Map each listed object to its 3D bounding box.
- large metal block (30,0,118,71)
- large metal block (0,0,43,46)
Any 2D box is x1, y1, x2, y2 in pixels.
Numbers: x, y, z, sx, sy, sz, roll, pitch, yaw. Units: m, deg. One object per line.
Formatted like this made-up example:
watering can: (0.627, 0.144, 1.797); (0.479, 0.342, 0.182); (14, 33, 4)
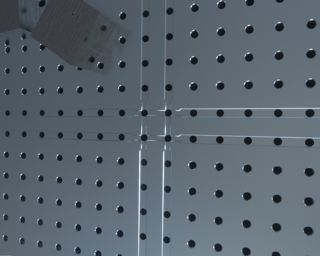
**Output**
large metal block: (-0.121, -0.140, 0.441); (0.080, 0.050, 0.080); (36, 101, 16)
large metal block: (-0.232, -0.178, 0.479); (0.080, 0.050, 0.080); (-6, 88, 19)
